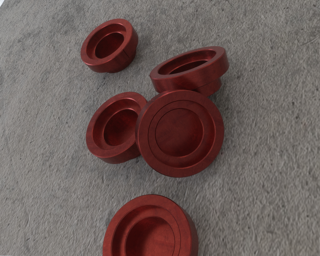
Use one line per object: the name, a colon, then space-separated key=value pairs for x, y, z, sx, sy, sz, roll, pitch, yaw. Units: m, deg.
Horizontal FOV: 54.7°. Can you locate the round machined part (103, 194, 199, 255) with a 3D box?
round machined part: x=-0.006 y=0.123 z=0.321 sx=0.098 sy=0.042 sz=0.098 roll=-13 pitch=56 yaw=21

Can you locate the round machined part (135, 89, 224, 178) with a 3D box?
round machined part: x=0.020 y=0.004 z=0.356 sx=0.098 sy=0.098 sz=0.042 roll=-45 pitch=16 yaw=-3

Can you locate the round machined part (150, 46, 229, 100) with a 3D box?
round machined part: x=0.040 y=-0.065 z=0.395 sx=0.098 sy=0.042 sz=0.098 roll=-18 pitch=25 yaw=9

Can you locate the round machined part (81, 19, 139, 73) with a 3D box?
round machined part: x=-0.079 y=-0.130 z=0.515 sx=0.098 sy=0.042 sz=0.098 roll=-13 pitch=56 yaw=21

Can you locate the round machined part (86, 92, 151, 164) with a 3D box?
round machined part: x=-0.046 y=0.004 z=0.412 sx=0.098 sy=0.042 sz=0.098 roll=-17 pitch=52 yaw=24
